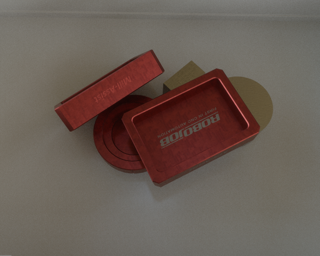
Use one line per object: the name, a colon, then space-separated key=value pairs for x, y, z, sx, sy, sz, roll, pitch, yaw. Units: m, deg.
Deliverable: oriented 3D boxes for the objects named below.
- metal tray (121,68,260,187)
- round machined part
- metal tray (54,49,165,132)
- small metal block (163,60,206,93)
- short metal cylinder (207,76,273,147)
metal tray: x=0.034 y=-0.001 z=0.356 sx=0.131 sy=0.030 sz=0.090 roll=-26 pitch=71 yaw=-5
round machined part: x=-0.032 y=0.010 z=0.396 sx=0.099 sy=0.042 sz=0.098 roll=0 pitch=70 yaw=-1
metal tray: x=-0.067 y=-0.048 z=0.388 sx=0.131 sy=0.090 sz=0.030 roll=-35 pitch=106 yaw=-13
small metal block: x=0.031 y=-0.055 z=0.414 sx=0.050 sy=0.050 sz=0.025 roll=-41 pitch=75 yaw=-15
short metal cylinder: x=0.098 y=-0.020 z=0.402 sx=0.081 sy=0.050 sz=0.080 roll=0 pitch=70 yaw=0
